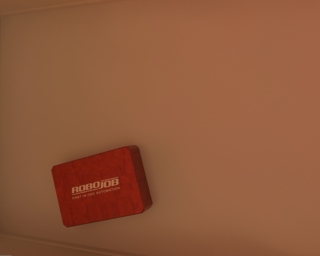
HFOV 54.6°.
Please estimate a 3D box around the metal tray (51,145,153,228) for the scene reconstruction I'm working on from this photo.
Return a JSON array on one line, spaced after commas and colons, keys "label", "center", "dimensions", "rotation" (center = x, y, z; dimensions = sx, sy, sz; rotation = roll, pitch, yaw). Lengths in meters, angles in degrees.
[{"label": "metal tray", "center": [-0.084, 0.083, 0.438], "dimensions": [0.130, 0.030, 0.090], "rotation": [-16, 85, 19]}]
